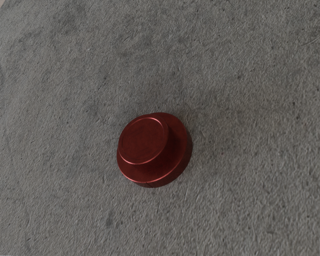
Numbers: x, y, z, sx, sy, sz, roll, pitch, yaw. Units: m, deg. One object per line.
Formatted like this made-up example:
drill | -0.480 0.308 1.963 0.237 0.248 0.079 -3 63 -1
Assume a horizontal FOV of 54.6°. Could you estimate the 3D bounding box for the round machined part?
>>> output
round machined part | -0.013 0.022 0.387 0.098 0.042 0.098 -13 56 21
